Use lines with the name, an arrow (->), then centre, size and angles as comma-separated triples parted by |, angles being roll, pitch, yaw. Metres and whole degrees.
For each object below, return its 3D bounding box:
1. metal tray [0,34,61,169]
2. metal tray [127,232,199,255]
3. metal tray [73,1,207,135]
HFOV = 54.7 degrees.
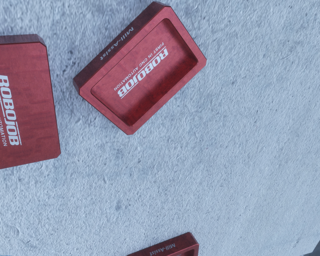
metal tray -> -0.153, -0.022, 0.306 | 0.091, 0.030, 0.129 | -11, 123, -23
metal tray -> 0.004, 0.249, 0.559 | 0.131, 0.030, 0.089 | -13, 124, -22
metal tray -> -0.020, -0.064, 0.352 | 0.130, 0.030, 0.090 | -44, 130, 2
